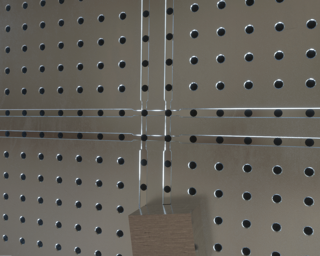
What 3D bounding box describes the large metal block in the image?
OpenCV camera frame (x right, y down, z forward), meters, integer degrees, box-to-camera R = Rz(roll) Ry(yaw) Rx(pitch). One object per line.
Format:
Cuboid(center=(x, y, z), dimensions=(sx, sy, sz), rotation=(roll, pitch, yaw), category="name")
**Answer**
Cuboid(center=(0.011, 0.143, 0.395), dimensions=(0.080, 0.050, 0.080), rotation=(-8, 88, 19), category="large metal block")
